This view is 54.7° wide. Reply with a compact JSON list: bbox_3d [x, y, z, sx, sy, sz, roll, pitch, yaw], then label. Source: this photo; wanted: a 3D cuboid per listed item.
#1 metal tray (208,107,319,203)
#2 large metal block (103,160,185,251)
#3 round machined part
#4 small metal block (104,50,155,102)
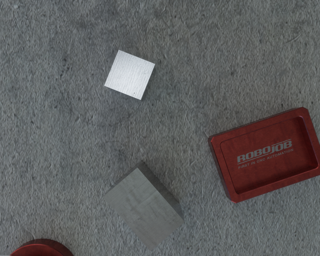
[{"bbox_3d":[0.139,0.034,0.408,0.131,0.030,0.090,-19,90,0],"label":"metal tray"},{"bbox_3d":[-0.018,0.090,0.382,0.050,0.080,0.080,-41,90,0],"label":"large metal block"},{"bbox_3d":[-0.160,0.199,0.400,0.099,0.042,0.097,0,90,0],"label":"round machined part"},{"bbox_3d":[-0.039,-0.068,0.409,0.050,0.025,0.050,22,90,0],"label":"small metal block"}]
